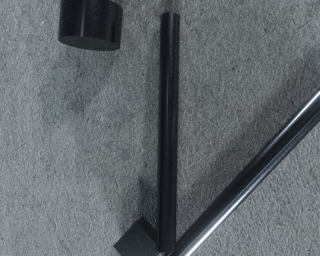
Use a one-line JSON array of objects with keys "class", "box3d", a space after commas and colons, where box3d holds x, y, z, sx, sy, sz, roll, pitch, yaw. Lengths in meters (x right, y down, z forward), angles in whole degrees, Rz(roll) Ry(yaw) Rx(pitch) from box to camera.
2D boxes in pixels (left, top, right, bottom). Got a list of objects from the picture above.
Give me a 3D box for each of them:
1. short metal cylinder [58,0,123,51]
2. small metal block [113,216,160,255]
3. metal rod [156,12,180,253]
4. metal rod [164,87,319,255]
[{"class": "short metal cylinder", "box3d": [-0.092, -0.136, 0.412, 0.080, 0.080, 0.050, 5, 92, 20]}, {"class": "small metal block", "box3d": [-0.026, 0.158, 0.418, 0.050, 0.025, 0.050, 44, 104, 14]}, {"class": "metal rod", "box3d": [0.010, 0.003, 0.396, 0.025, 0.025, 0.298, 0, 87, 20]}, {"class": "metal rod", "box3d": [0.097, 0.073, 0.374, 0.025, 0.025, 0.299, 42, 103, 15]}]
